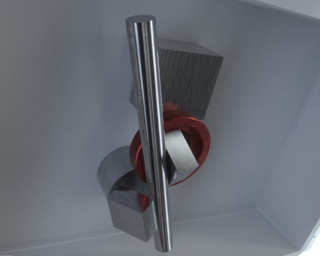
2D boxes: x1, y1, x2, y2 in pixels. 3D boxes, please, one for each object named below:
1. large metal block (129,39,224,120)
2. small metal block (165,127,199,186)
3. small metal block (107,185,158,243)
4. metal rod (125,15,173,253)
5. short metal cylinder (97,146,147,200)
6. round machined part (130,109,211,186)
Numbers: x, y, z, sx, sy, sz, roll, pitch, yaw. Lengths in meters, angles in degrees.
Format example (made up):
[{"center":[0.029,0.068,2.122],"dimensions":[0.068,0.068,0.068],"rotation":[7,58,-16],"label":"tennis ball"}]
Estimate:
[{"center":[0.017,-0.057,0.365],"dimensions":[0.081,0.050,0.079],"rotation":[0,119,-29],"label":"large metal block"},{"center":[0.015,0.034,0.359],"dimensions":[0.025,0.050,0.050],"rotation":[-19,161,-22],"label":"small metal block"},{"center":[-0.032,0.102,0.370],"dimensions":[0.025,0.050,0.050],"rotation":[-44,139,-44],"label":"small metal block"},{"center":[-0.005,0.034,0.336],"dimensions":[0.025,0.025,0.298],"rotation":[-18,126,-19],"label":"metal rod"},{"center":[-0.038,0.071,0.416],"dimensions":[0.081,0.050,0.079],"rotation":[-14,125,-21],"label":"short metal cylinder"},{"center":[0.009,0.021,0.377],"dimensions":[0.099,0.042,0.097],"rotation":[-14,125,-21],"label":"round machined part"}]
